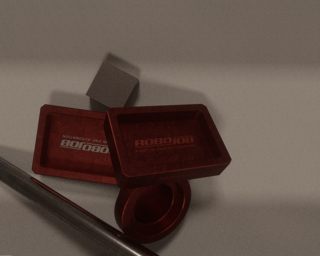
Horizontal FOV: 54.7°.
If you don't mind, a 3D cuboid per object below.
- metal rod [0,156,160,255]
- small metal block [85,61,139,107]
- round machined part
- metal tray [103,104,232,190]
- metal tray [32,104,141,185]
[{"bbox_3d":[-0.095,0.107,0.364,0.301,0.025,0.025,25,90,18],"label":"metal rod"},{"bbox_3d":[-0.062,-0.053,0.411,0.050,0.025,0.050,28,90,-1],"label":"small metal block"},{"bbox_3d":[-0.012,0.090,0.387,0.099,0.042,0.097,-14,116,-30],"label":"round machined part"},{"bbox_3d":[0.008,0.017,0.363,0.131,0.030,0.090,-4,55,-24],"label":"metal tray"},{"bbox_3d":[-0.092,0.022,0.407,0.131,0.030,0.089,8,90,-1],"label":"metal tray"}]
